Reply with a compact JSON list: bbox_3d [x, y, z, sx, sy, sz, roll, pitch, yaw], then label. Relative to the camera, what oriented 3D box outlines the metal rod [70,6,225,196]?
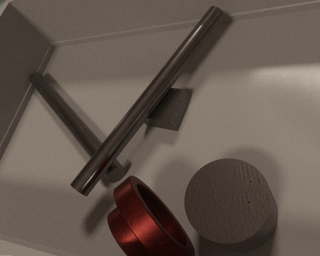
[{"bbox_3d":[-0.010,-0.042,0.402,0.025,0.025,0.300,29,77,37],"label":"metal rod"}]

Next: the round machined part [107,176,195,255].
[{"bbox_3d":[-0.014,0.098,0.305,0.042,0.098,0.098,-41,51,0],"label":"round machined part"}]

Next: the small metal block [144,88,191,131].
[{"bbox_3d":[0.007,-0.027,0.418,0.050,0.025,0.050,10,67,32],"label":"small metal block"}]

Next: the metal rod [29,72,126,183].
[{"bbox_3d":[-0.144,-0.017,0.488,0.025,0.025,0.300,-46,52,-4],"label":"metal rod"}]

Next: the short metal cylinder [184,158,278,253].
[{"bbox_3d":[0.071,0.077,0.305,0.080,0.050,0.080,-13,56,20],"label":"short metal cylinder"}]
